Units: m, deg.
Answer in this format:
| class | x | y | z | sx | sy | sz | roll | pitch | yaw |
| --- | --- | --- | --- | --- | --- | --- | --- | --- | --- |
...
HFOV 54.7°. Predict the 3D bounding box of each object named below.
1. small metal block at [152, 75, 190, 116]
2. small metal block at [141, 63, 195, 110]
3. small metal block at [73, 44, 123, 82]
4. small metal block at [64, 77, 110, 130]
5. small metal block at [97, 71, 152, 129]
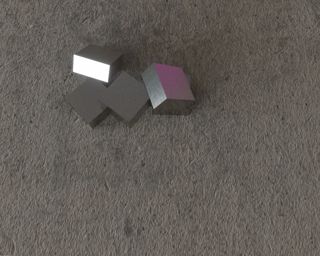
| class | x | y | z | sx | sy | sz | roll | pitch | yaw |
| --- | --- | --- | --- | --- | --- | --- | --- | --- | --- |
| small metal block | 0.015 | -0.045 | 0.426 | 0.050 | 0.025 | 0.050 | 2 | 70 | 0 |
| small metal block | 0.011 | -0.051 | 0.388 | 0.050 | 0.025 | 0.050 | -1 | 64 | -44 |
| small metal block | -0.085 | -0.091 | 0.429 | 0.050 | 0.025 | 0.050 | 18 | 34 | 6 |
| small metal block | -0.091 | -0.035 | 0.421 | 0.050 | 0.025 | 0.050 | -43 | 76 | -14 |
| small metal block | -0.042 | -0.036 | 0.394 | 0.050 | 0.025 | 0.050 | 36 | 74 | 12 |
